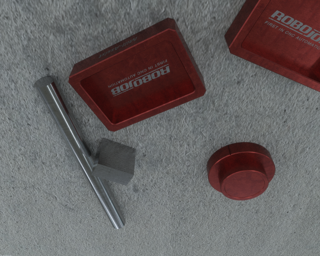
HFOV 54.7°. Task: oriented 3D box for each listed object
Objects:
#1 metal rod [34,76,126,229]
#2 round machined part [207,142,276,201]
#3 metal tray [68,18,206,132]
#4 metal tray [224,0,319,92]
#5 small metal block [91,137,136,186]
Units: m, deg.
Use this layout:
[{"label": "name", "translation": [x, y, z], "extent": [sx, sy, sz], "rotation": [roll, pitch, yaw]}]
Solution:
[{"label": "metal rod", "translation": [-0.103, 0.057, 0.454], "extent": [0.025, 0.025, 0.298], "rotation": [-9, 130, 7]}, {"label": "round machined part", "translation": [0.121, 0.070, 0.458], "extent": [0.099, 0.042, 0.097], "rotation": [-1, 130, 0]}, {"label": "metal tray", "translation": [-0.024, -0.055, 0.356], "extent": [0.130, 0.030, 0.090], "rotation": [-22, 127, 17]}, {"label": "metal tray", "translation": [0.146, -0.099, 0.321], "extent": [0.131, 0.030, 0.089], "rotation": [19, 128, -16]}, {"label": "small metal block", "translation": [-0.063, 0.046, 0.429], "extent": [0.050, 0.050, 0.025], "rotation": [21, 127, -17]}]
